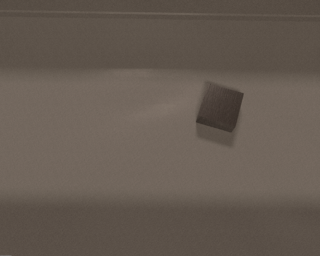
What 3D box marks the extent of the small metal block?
[{"bbox_3d":[0.081,-0.027,0.421,0.050,0.025,0.050,17,71,5],"label":"small metal block"}]
